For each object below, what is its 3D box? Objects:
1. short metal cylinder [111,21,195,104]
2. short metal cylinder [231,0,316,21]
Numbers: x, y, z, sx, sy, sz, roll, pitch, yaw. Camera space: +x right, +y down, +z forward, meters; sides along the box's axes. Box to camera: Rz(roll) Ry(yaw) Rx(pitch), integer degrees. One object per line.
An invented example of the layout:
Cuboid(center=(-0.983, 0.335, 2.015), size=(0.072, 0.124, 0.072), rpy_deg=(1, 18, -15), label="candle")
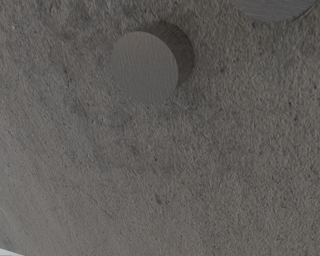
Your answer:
Cuboid(center=(-0.007, -0.074, 0.349), size=(0.080, 0.050, 0.079), rpy_deg=(13, 124, 21), label="short metal cylinder")
Cuboid(center=(0.098, -0.134, 0.256), size=(0.080, 0.050, 0.079), rpy_deg=(13, 124, 21), label="short metal cylinder")
